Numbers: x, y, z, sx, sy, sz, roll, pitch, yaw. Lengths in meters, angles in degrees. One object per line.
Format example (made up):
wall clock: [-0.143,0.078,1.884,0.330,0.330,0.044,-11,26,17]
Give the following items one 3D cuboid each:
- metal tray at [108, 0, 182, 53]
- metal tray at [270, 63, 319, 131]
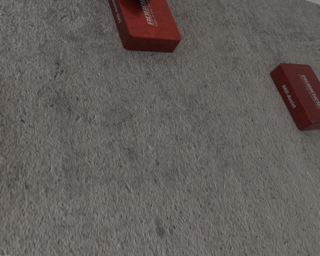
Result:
metal tray: [-0.028,-0.183,0.497,0.091,0.030,0.130,-5,64,-30]
metal tray: [0.273,-0.061,0.584,0.091,0.030,0.130,-4,64,-30]
